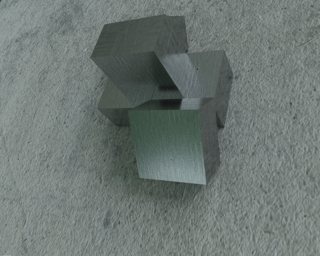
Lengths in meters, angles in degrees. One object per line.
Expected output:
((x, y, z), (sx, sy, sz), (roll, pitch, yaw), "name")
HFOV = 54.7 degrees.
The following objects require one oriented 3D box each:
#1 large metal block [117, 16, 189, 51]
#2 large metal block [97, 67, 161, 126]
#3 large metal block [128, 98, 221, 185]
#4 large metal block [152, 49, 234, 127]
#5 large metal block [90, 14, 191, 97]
((-0.014, -0.130, 0.448), (0.080, 0.050, 0.080), (0, 18, 28), "large metal block")
((-0.029, -0.049, 0.431), (0.080, 0.050, 0.080), (1, 62, 28), "large metal block")
((0.018, 0.012, 0.344), (0.080, 0.079, 0.050), (1, 18, 28), "large metal block")
((0.042, -0.048, 0.394), (0.080, 0.050, 0.080), (1, 62, 28), "large metal block")
((-0.019, -0.080, 0.364), (0.080, 0.080, 0.050), (1, 63, 28), "large metal block")
